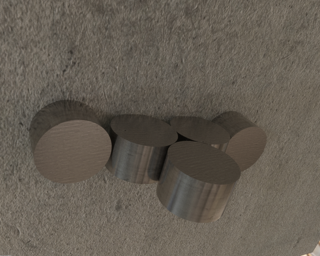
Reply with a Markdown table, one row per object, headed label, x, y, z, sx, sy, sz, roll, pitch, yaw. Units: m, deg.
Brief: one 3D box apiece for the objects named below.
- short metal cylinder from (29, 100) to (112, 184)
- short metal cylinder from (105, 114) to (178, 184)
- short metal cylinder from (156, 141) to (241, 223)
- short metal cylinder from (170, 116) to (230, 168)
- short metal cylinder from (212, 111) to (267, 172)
| label | x | y | z | sx | sy | sz | roll | pitch | yaw |
| --- | --- | --- | --- | --- | --- | --- | --- | --- | --- |
| short metal cylinder | -0.101 | 0.015 | 0.346 | 0.081 | 0.050 | 0.079 | -14 | 125 | -21 |
| short metal cylinder | -0.024 | 0.023 | 0.374 | 0.081 | 0.080 | 0.050 | 0 | 118 | -29 |
| short metal cylinder | 0.041 | 0.056 | 0.340 | 0.081 | 0.080 | 0.050 | 0 | 119 | -29 |
| short metal cylinder | 0.047 | 0.023 | 0.413 | 0.081 | 0.080 | 0.050 | 0 | 118 | -29 |
| short metal cylinder | 0.111 | 0.021 | 0.465 | 0.081 | 0.050 | 0.079 | -14 | 125 | -21 |
